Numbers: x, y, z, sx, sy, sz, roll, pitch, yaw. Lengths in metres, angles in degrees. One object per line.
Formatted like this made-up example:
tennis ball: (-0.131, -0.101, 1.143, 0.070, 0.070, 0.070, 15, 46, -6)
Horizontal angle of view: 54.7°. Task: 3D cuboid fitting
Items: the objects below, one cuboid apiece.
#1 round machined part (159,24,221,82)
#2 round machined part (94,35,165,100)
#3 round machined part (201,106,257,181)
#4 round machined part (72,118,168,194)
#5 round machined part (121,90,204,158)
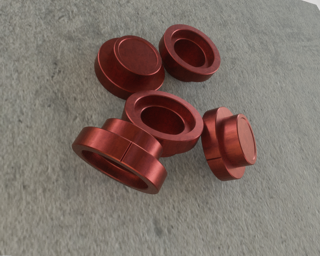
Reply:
round machined part: (0.042, -0.111, 0.485, 0.099, 0.042, 0.098, 14, 56, -21)
round machined part: (-0.037, -0.089, 0.428, 0.099, 0.042, 0.098, 14, 56, -21)
round machined part: (0.095, 0.018, 0.407, 0.098, 0.042, 0.098, 30, 52, -49)
round machined part: (-0.036, 0.026, 0.318, 0.098, 0.098, 0.042, 32, 68, -8)
round machined part: (0.000, -0.002, 0.382, 0.099, 0.042, 0.098, 13, 37, -10)
